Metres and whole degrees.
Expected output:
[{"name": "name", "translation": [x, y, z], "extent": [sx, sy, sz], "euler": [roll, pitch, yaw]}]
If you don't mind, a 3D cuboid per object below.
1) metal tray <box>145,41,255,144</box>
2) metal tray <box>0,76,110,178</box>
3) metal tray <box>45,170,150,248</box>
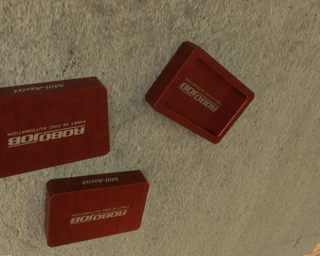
[{"name": "metal tray", "translation": [0.056, -0.041, 0.408], "extent": [0.131, 0.030, 0.090], "euler": [28, 103, -38]}, {"name": "metal tray", "translation": [-0.123, -0.002, 0.335], "extent": [0.131, 0.030, 0.089], "euler": [-11, 123, -22]}, {"name": "metal tray", "translation": [-0.086, 0.108, 0.424], "extent": [0.131, 0.030, 0.089], "euler": [-2, 120, -27]}]
